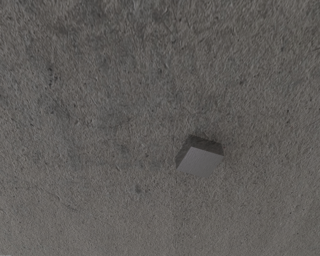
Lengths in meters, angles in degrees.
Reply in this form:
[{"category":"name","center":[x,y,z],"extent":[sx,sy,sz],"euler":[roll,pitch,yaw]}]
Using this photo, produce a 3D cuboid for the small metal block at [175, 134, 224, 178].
[{"category":"small metal block","center":[0.056,0.041,0.442],"extent":[0.050,0.025,0.050],"euler":[17,128,-14]}]
